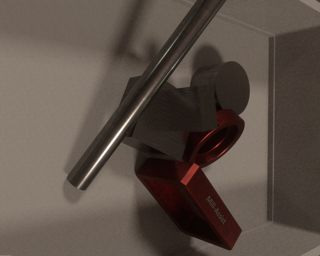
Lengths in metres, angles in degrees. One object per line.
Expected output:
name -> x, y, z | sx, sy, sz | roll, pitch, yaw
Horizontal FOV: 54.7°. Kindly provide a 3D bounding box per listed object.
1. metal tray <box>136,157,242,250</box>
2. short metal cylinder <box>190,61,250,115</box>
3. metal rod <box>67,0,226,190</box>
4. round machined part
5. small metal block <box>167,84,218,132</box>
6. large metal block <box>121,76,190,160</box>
metal tray -> 0.037, 0.096, 0.397 | 0.030, 0.090, 0.130 | -50, 120, -29
short metal cylinder -> 0.091, -0.057, 0.470 | 0.081, 0.050, 0.079 | 0, 90, -40
metal rod -> -0.001, -0.060, 0.331 | 0.025, 0.025, 0.299 | 36, 92, -35
round machined part -> 0.066, 0.010, 0.432 | 0.099, 0.042, 0.097 | -28, 149, -19
small metal block -> 0.037, -0.023, 0.358 | 0.025, 0.050, 0.050 | -12, 98, -40
large metal block -> -0.006, -0.011, 0.387 | 0.080, 0.050, 0.080 | 29, 72, -37
